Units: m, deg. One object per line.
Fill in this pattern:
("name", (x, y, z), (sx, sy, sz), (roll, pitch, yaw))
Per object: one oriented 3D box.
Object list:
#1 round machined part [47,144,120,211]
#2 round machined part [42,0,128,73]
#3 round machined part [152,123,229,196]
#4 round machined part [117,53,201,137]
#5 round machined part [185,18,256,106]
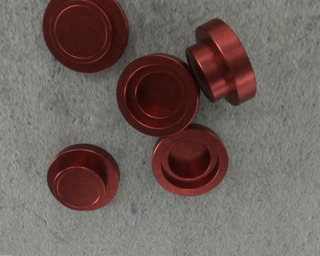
("round machined part", (-0.107, 0.074, 0.427), (0.099, 0.042, 0.097), (0, 110, -1))
("round machined part", (-0.087, -0.112, 0.358), (0.099, 0.042, 0.097), (0, 110, -1))
("round machined part", (0.039, 0.039, 0.416), (0.099, 0.042, 0.097), (0, 110, -1))
("round machined part", (0.001, -0.042, 0.377), (0.098, 0.042, 0.097), (5, 110, 14))
("round machined part", (0.062, -0.067, 0.345), (0.042, 0.098, 0.098), (-28, 108, 0))
